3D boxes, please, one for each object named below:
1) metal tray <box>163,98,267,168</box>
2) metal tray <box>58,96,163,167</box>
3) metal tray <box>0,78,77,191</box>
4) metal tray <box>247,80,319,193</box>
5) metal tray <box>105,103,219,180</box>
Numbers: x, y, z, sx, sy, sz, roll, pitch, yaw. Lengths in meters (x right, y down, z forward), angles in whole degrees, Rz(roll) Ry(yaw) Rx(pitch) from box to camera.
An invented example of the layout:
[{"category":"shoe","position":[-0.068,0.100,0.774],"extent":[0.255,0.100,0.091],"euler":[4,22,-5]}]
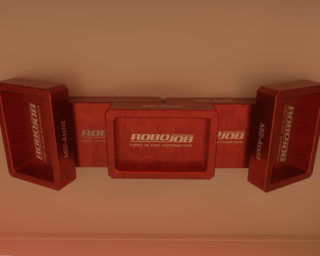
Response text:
[{"category":"metal tray","position":[0.069,0.007,0.411],"extent":[0.131,0.030,0.089],"euler":[0,110,0]},{"category":"metal tray","position":[-0.062,0.006,0.409],"extent":[0.131,0.030,0.089],"euler":[0,110,0]},{"category":"metal tray","position":[-0.155,0.007,0.389],"extent":[0.090,0.030,0.129],"euler":[10,112,23]},{"category":"metal tray","position":[0.160,0.009,0.391],"extent":[0.091,0.030,0.129],"euler":[-11,113,-27]},{"category":"metal tray","position":[0.002,0.016,0.381],"extent":[0.131,0.030,0.089],"euler":[1,110,0]}]
